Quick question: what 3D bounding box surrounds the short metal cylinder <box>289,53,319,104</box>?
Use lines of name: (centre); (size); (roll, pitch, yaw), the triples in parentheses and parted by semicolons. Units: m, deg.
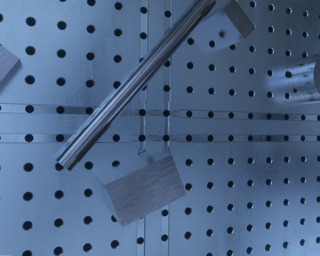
short metal cylinder: (0.257, -0.079, 0.496); (0.081, 0.050, 0.079); (0, 90, -21)

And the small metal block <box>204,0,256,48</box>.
small metal block: (0.097, -0.146, 0.437); (0.025, 0.050, 0.050); (-46, 105, -14)

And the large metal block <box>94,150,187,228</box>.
large metal block: (-0.027, 0.067, 0.374); (0.081, 0.080, 0.050); (-23, 98, -19)

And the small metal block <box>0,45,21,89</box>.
small metal block: (-0.192, -0.071, 0.341); (0.050, 0.025, 0.050); (37, 78, -17)

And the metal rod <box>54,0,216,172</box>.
metal rod: (-0.024, -0.069, 0.404); (0.025, 0.025, 0.300); (43, 76, -15)
